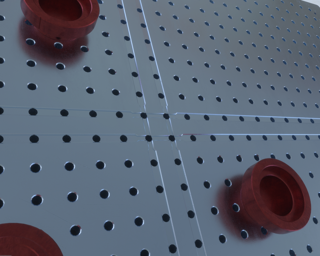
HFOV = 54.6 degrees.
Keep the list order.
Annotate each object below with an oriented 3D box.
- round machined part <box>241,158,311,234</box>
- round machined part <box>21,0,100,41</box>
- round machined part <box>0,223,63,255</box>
[{"bbox_3d":[0.151,0.094,0.420,0.099,0.042,0.098,13,56,-21],"label":"round machined part"},{"bbox_3d":[-0.136,-0.158,0.420,0.099,0.042,0.098,13,56,-21],"label":"round machined part"},{"bbox_3d":[-0.126,0.127,0.252,0.099,0.042,0.098,13,56,-21],"label":"round machined part"}]
